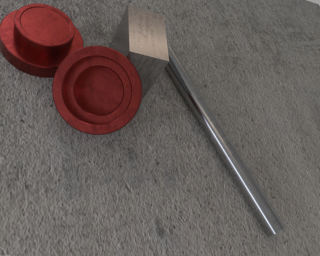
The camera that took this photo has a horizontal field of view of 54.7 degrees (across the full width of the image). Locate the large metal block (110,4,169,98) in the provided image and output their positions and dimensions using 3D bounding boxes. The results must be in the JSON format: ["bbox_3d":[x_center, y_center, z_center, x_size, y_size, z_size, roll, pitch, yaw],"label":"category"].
[{"bbox_3d":[-0.031,-0.100,0.412,0.050,0.080,0.080,9,58,-24],"label":"large metal block"}]

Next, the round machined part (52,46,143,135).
[{"bbox_3d":[-0.069,-0.043,0.360,0.099,0.042,0.097,0,97,0],"label":"round machined part"}]

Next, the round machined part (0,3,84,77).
[{"bbox_3d":[-0.144,-0.115,0.385,0.099,0.042,0.098,14,56,-21],"label":"round machined part"}]

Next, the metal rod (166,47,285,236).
[{"bbox_3d":[0.081,0.008,0.441,0.025,0.025,0.299,-19,72,-35],"label":"metal rod"}]
